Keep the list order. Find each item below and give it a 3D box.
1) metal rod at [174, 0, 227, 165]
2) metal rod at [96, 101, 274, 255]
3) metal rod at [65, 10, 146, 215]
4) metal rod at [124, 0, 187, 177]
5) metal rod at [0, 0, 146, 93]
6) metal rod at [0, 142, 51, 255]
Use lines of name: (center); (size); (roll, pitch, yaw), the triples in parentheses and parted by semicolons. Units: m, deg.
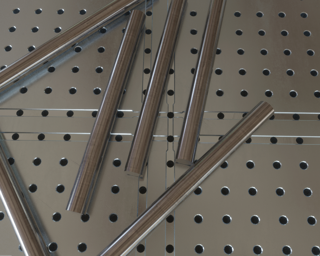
metal rod: (0.065, -0.094, 0.446); (0.025, 0.025, 0.299); (13, 70, 4)
metal rod: (0.035, 0.069, 0.386); (0.301, 0.025, 0.025); (-41, 75, -14)
metal rod: (-0.068, -0.035, 0.424); (0.025, 0.025, 0.299); (12, 70, 4)
metal rod: (0.000, -0.079, 0.440); (0.025, 0.025, 0.299); (12, 70, 4)
metal rod: (-0.126, -0.139, 0.462); (0.301, 0.025, 0.025); (-37, 74, -13)
metal rod: (-0.184, 0.079, 0.381); (0.025, 0.025, 0.299); (-30, 73, -10)
